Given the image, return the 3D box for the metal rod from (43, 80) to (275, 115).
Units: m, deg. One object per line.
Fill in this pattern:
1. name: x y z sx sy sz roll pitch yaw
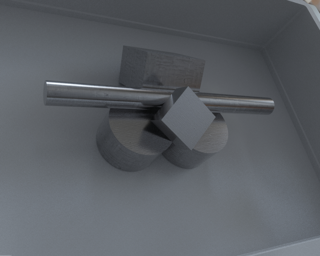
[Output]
1. metal rod: 0.021 -0.033 0.373 0.303 0.025 0.025 1 62 -28

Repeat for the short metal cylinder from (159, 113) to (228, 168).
1. short metal cylinder: 0.042 0.007 0.408 0.081 0.050 0.080 14 56 -21

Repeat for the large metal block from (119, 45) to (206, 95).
1. large metal block: 0.000 -0.074 0.408 0.081 0.050 0.080 1 18 -28

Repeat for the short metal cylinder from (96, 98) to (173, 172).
1. short metal cylinder: -0.030 0.006 0.370 0.081 0.050 0.080 14 56 -21

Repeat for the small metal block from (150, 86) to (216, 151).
1. small metal block: 0.027 -0.011 0.348 0.050 0.025 0.050 45 70 -21
